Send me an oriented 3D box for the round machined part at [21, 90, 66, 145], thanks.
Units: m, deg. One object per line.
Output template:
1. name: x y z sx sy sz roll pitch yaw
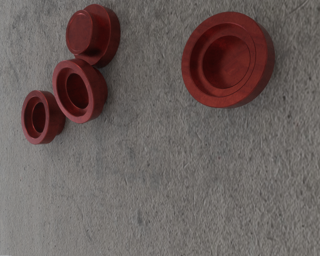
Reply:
1. round machined part: -0.210 -0.019 0.568 0.098 0.042 0.097 0 90 40

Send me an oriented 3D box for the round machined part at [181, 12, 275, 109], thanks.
1. round machined part: 0.075 -0.069 0.332 0.098 0.042 0.097 0 90 40

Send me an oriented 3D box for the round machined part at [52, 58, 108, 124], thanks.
1. round machined part: -0.120 -0.059 0.481 0.098 0.042 0.097 17 118 34

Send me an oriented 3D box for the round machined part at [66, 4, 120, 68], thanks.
1. round machined part: -0.111 -0.145 0.486 0.098 0.042 0.097 0 90 40
